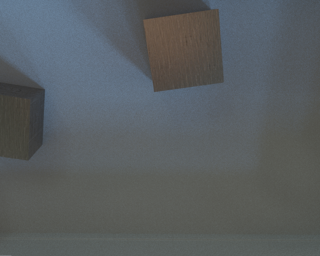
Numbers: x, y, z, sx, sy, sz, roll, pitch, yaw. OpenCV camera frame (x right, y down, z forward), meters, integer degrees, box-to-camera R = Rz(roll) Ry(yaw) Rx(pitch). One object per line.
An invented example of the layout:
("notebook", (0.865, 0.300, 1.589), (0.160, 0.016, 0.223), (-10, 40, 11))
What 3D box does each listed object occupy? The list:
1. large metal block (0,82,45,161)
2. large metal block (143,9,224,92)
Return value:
("large metal block", (-0.196, -0.011, 0.391), (0.081, 0.050, 0.079), (9, 110, -4))
("large metal block", (0.027, -0.092, 0.364), (0.080, 0.050, 0.079), (-8, 110, 2))
